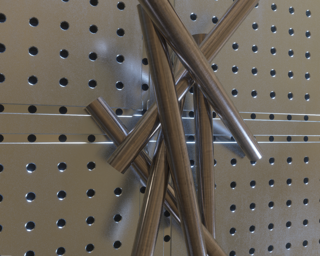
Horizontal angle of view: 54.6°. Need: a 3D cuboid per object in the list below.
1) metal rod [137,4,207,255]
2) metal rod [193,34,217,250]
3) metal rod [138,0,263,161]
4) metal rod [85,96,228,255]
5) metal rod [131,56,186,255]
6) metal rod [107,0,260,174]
[{"bbox_3d":[0.017,0.013,0.354,0.025,0.025,0.298,-16,103,-19],"label":"metal rod"},{"bbox_3d":[0.060,0.027,0.421,0.025,0.025,0.298,-5,97,-20],"label":"metal rod"},{"bbox_3d":[0.063,-0.046,0.372,0.025,0.025,0.300,-53,130,-12],"label":"metal rod"},{"bbox_3d":[0.009,0.086,0.399,0.025,0.025,0.300,-40,97,-16],"label":"metal rod"},{"bbox_3d":[0.006,0.028,0.381,0.025,0.025,0.299,19,71,-19],"label":"metal rod"},{"bbox_3d":[0.040,-0.071,0.378,0.025,0.025,0.300,40,84,-16],"label":"metal rod"}]
